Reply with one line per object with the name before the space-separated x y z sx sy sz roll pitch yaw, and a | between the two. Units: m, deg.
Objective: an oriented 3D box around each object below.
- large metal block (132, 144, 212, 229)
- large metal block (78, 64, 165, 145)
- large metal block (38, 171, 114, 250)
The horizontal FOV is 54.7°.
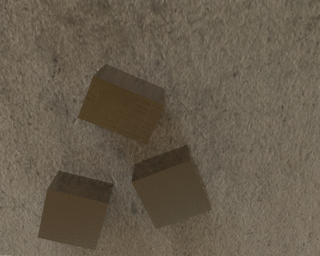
large metal block | 0.016 0.080 0.426 0.080 0.050 0.080 -21 109 7
large metal block | -0.042 -0.031 0.368 0.080 0.080 0.050 22 109 -8
large metal block | -0.117 0.116 0.438 0.080 0.050 0.079 15 109 -6
